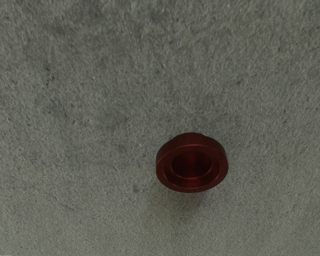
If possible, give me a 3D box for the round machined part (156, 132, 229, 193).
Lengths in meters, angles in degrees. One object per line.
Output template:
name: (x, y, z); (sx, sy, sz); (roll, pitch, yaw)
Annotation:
round machined part: (0.043, 0.044, 0.435); (0.099, 0.042, 0.097); (-1, 130, 0)
